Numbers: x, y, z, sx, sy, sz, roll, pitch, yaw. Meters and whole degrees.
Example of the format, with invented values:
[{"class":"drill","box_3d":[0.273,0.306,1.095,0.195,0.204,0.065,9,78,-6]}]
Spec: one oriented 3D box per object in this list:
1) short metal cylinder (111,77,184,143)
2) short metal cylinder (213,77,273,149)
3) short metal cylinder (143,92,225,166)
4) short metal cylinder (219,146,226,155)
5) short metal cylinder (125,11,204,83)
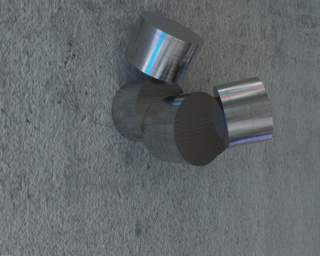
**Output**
[{"class":"short metal cylinder","box_3d":[-0.012,-0.021,0.381,0.081,0.050,0.079,0,90,-40]},{"class":"short metal cylinder","box_3d":[0.100,-0.019,0.382,0.050,0.080,0.079,-12,101,4]},{"class":"short metal cylinder","box_3d":[0.028,0.001,0.350,0.081,0.050,0.079,0,90,-40]},{"class":"short metal cylinder","box_3d":[0.057,-0.001,0.440,0.081,0.050,0.079,0,90,-40]},{"class":"short metal cylinder","box_3d":[0.005,-0.096,0.368,0.081,0.080,0.050,0,129,-40]}]
